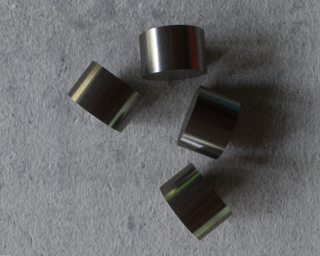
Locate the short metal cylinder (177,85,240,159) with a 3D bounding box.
[{"bbox_3d":[0.059,-0.007,0.383,0.050,0.080,0.080,21,90,0],"label":"short metal cylinder"}]

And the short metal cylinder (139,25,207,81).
[{"bbox_3d":[0.016,-0.090,0.383,0.081,0.080,0.050,-4,90,-1],"label":"short metal cylinder"}]

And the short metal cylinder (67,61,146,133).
[{"bbox_3d":[-0.065,-0.038,0.382,0.080,0.080,0.050,37,90,-1],"label":"short metal cylinder"}]

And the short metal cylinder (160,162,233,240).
[{"bbox_3d":[0.044,0.089,0.383,0.050,0.080,0.080,-39,91,0],"label":"short metal cylinder"}]
